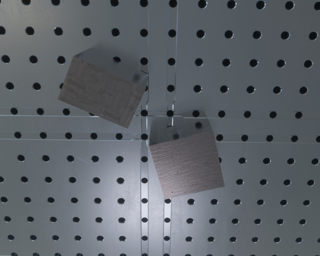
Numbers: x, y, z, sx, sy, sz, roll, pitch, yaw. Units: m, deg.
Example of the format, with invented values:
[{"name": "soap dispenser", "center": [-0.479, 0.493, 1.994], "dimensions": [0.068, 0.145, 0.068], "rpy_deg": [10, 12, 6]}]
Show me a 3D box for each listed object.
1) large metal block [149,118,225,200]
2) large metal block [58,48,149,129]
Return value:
[{"name": "large metal block", "center": [0.035, 0.040, 0.415], "dimensions": [0.080, 0.050, 0.080], "rpy_deg": [-13, 110, 5]}, {"name": "large metal block", "center": [-0.062, -0.050, 0.365], "dimensions": [0.080, 0.080, 0.050], "rpy_deg": [23, 109, -8]}]
